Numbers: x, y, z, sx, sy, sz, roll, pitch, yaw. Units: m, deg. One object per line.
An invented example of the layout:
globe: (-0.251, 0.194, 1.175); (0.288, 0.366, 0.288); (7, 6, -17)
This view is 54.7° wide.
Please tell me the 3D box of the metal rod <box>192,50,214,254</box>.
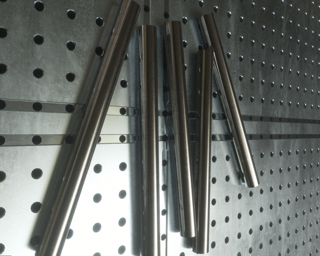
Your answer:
metal rod: (0.064, 0.034, 0.465); (0.025, 0.025, 0.298); (3, 88, -40)

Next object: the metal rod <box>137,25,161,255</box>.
metal rod: (-0.014, 0.021, 0.399); (0.025, 0.025, 0.298); (-2, 91, -40)

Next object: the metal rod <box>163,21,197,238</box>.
metal rod: (0.029, 0.004, 0.435); (0.025, 0.025, 0.298); (-8, 95, -40)

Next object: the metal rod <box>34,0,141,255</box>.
metal rod: (-0.075, -0.009, 0.347); (0.025, 0.025, 0.299); (26, 74, -38)

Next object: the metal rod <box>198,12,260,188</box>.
metal rod: (0.117, -0.036, 0.509); (0.025, 0.025, 0.298); (-31, 110, -36)
